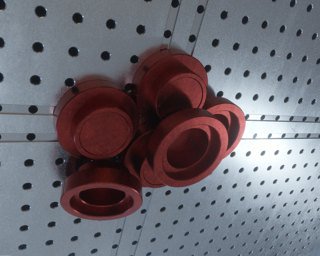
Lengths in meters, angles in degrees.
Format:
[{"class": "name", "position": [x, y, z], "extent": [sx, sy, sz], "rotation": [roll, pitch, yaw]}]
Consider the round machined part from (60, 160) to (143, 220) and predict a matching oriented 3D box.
[{"class": "round machined part", "position": [-0.072, 0.076, 0.390], "extent": [0.099, 0.042, 0.098], "rotation": [-4, 140, -3]}]

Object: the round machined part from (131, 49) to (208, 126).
[{"class": "round machined part", "position": [0.018, -0.043, 0.382], "extent": [0.099, 0.042, 0.097], "rotation": [-14, 124, -21]}]

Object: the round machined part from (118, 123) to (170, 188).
[{"class": "round machined part", "position": [-0.004, 0.043, 0.423], "extent": [0.099, 0.042, 0.097], "rotation": [-14, 124, -21]}]

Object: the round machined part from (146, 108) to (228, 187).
[{"class": "round machined part", "position": [0.029, 0.020, 0.372], "extent": [0.099, 0.042, 0.097], "rotation": [-14, 124, -21]}]

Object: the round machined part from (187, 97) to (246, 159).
[{"class": "round machined part", "position": [0.067, 0.000, 0.436], "extent": [0.099, 0.042, 0.097], "rotation": [-14, 124, -21]}]

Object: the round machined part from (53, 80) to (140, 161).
[{"class": "round machined part", "position": [-0.069, -0.002, 0.360], "extent": [0.099, 0.042, 0.097], "rotation": [-14, 124, -21]}]
